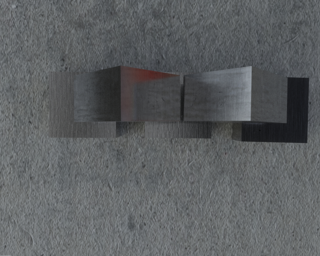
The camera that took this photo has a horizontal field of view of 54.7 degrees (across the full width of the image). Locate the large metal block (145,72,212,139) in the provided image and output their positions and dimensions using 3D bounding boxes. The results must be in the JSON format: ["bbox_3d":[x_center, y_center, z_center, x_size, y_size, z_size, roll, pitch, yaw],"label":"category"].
[{"bbox_3d":[0.022,-0.028,0.399,0.081,0.050,0.079,1,90,-1],"label":"large metal block"}]

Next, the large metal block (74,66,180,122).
[{"bbox_3d":[-0.035,-0.032,0.333,0.081,0.080,0.050,-1,91,-46],"label":"large metal block"}]

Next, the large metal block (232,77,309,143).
[{"bbox_3d":[0.140,-0.022,0.401,0.081,0.050,0.079,2,90,-1],"label":"large metal block"}]

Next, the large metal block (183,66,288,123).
[{"bbox_3d":[0.082,-0.031,0.337,0.080,0.081,0.050,1,90,44],"label":"large metal block"}]

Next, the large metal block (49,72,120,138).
[{"bbox_3d":[-0.093,-0.028,0.398,0.081,0.050,0.079,0,90,-1],"label":"large metal block"}]
